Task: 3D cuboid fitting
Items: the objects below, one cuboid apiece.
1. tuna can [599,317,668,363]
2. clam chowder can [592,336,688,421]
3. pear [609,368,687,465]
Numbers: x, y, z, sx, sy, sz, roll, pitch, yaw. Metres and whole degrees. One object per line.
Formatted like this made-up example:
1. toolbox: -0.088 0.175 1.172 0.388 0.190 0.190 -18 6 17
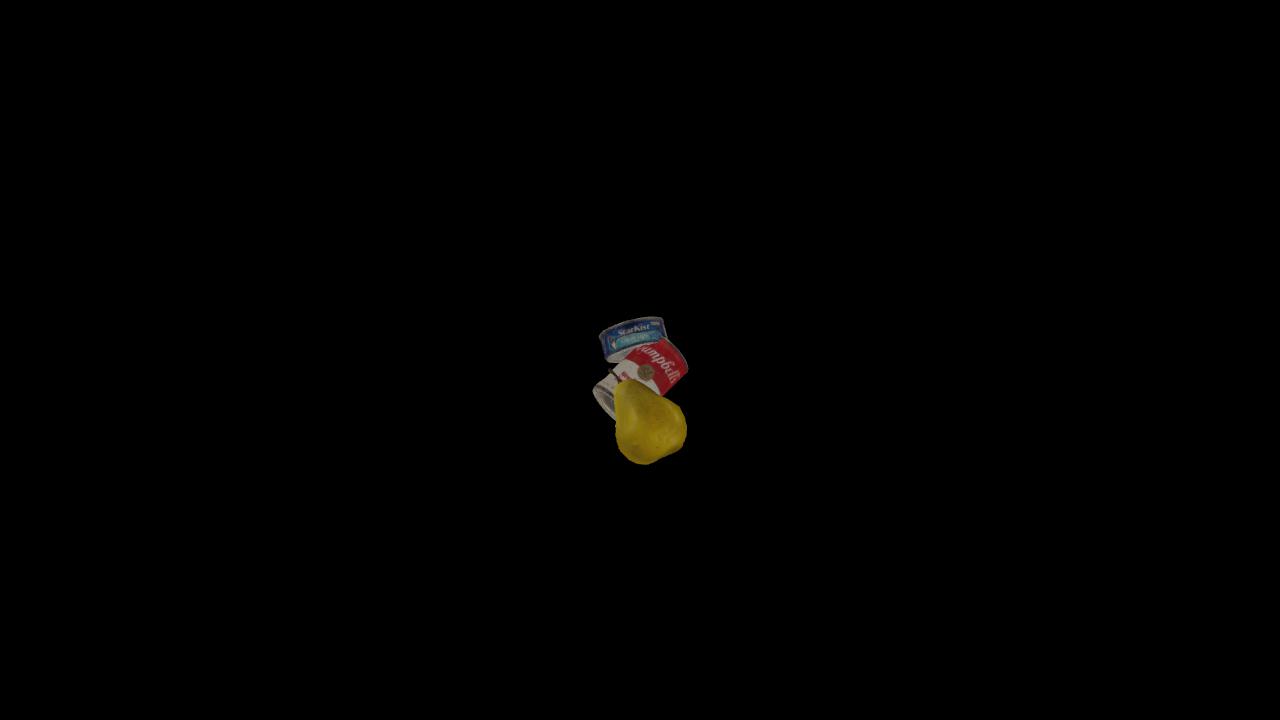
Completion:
1. tuna can: -0.007 -0.024 0.767 0.084 0.034 0.084 -14 -12 -3
2. clam chowder can: 0.000 0.025 0.748 0.102 0.068 0.068 -43 17 -19
3. pear: 0.002 0.056 0.672 0.080 0.111 0.080 -24 -10 -5
